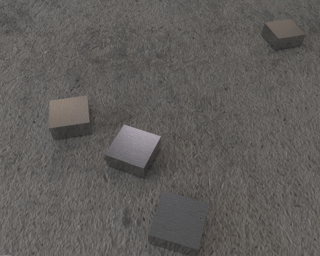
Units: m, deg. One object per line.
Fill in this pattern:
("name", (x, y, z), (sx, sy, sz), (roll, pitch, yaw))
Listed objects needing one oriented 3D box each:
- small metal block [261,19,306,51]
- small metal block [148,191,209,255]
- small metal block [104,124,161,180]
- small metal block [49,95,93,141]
("small metal block", (0.215, -0.163, 0.542), (0.050, 0.025, 0.050), (-11, 51, -9))
("small metal block", (0.020, 0.099, 0.320), (0.050, 0.025, 0.050), (13, 51, 11))
("small metal block", (-0.032, 0.029, 0.379), (0.050, 0.025, 0.050), (18, 52, 14))
("small metal block", (-0.119, -0.014, 0.414), (0.050, 0.025, 0.050), (-9, 51, -8))
